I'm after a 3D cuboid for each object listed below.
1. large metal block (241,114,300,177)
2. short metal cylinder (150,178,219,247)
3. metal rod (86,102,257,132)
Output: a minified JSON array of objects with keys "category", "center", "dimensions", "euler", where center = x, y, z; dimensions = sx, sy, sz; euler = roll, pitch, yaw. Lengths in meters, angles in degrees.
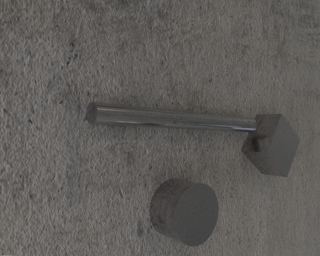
[{"category":"large metal block","center":[0.200,0.031,0.556],"dimensions":[0.080,0.050,0.080],"euler":[44,64,-31]},{"category":"short metal cylinder","center":[0.033,0.111,0.416],"dimensions":[0.081,0.050,0.080],"euler":[0,90,-40]},{"category":"metal rod","center":[0.041,-0.011,0.438],"dimensions":[0.302,0.025,0.025],"euler":[3,88,-40]}]
